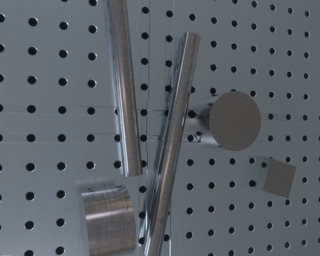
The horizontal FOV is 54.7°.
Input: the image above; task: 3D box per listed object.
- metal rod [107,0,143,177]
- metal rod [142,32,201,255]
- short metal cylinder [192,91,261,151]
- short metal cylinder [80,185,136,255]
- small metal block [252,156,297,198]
[{"bbox_3d":[-0.048,-0.088,0.394,0.025,0.025,0.298,-6,92,-20],"label":"metal rod"},{"bbox_3d":[0.016,0.019,0.418,0.025,0.025,0.298,12,86,-20],"label":"metal rod"},{"bbox_3d":[0.092,-0.009,0.434,0.081,0.050,0.079,0,90,-20],"label":"short metal cylinder"},{"bbox_3d":[-0.063,0.110,0.361,0.050,0.080,0.079,-5,92,-20],"label":"short metal cylinder"},{"bbox_3d":[0.177,0.076,0.478,0.050,0.025,0.050,19,84,-19],"label":"small metal block"}]
